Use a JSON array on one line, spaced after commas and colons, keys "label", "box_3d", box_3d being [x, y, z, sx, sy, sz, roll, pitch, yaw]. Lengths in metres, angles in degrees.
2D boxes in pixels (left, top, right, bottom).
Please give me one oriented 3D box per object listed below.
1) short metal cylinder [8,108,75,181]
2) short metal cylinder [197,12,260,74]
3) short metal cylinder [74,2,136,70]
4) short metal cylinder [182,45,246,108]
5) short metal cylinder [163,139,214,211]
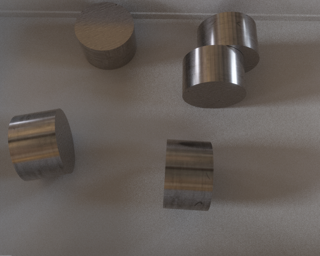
[{"label": "short metal cylinder", "box_3d": [-0.139, 0.020, 0.372, 0.050, 0.080, 0.080, -10, 71, -4]}, {"label": "short metal cylinder", "box_3d": [0.091, -0.111, 0.421, 0.080, 0.080, 0.050, 1, 70, 0]}, {"label": "short metal cylinder", "box_3d": [-0.075, -0.131, 0.443, 0.081, 0.050, 0.080, 0, 70, 0]}, {"label": "short metal cylinder", "box_3d": [0.070, -0.064, 0.404, 0.080, 0.080, 0.050, 2, 70, 0]}, {"label": "short metal cylinder", "box_3d": [0.031, 0.054, 0.361, 0.050, 0.080, 0.080, 3, 70, 1]}]
